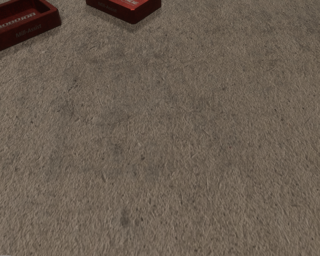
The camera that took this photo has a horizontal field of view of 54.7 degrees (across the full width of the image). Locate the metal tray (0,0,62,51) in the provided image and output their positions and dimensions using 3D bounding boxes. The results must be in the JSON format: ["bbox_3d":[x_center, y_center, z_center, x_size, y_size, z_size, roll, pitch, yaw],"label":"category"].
[{"bbox_3d":[-0.260,-0.195,0.559,0.131,0.030,0.090,-36,59,-27],"label":"metal tray"}]

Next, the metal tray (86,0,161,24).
[{"bbox_3d":[-0.074,-0.259,0.616,0.130,0.030,0.090,30,56,22],"label":"metal tray"}]
